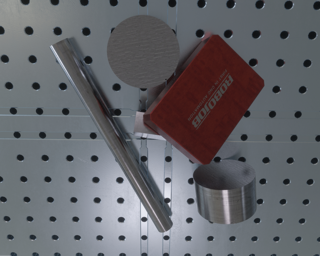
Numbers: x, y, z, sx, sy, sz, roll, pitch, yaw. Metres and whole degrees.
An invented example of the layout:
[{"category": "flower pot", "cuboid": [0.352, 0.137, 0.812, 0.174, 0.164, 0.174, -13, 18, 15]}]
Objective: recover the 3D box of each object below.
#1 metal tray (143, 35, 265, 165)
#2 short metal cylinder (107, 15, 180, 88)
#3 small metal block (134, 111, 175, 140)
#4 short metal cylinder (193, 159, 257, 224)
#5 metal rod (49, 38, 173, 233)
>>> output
[{"category": "metal tray", "cuboid": [0.054, -0.033, 0.369, 0.090, 0.030, 0.130, 41, 77, -14]}, {"category": "short metal cylinder", "cuboid": [-0.018, -0.092, 0.366, 0.081, 0.050, 0.079, 0, 110, 0]}, {"category": "small metal block", "cuboid": [-0.007, -0.001, 0.396, 0.050, 0.050, 0.025, 8, 82, -3]}, {"category": "short metal cylinder", "cuboid": [0.087, 0.083, 0.415, 0.080, 0.080, 0.050, -8, 110, 2]}, {"category": "metal rod", "cuboid": [-0.057, 0.023, 0.421, 0.025, 0.025, 0.299, -25, 109, 8]}]
